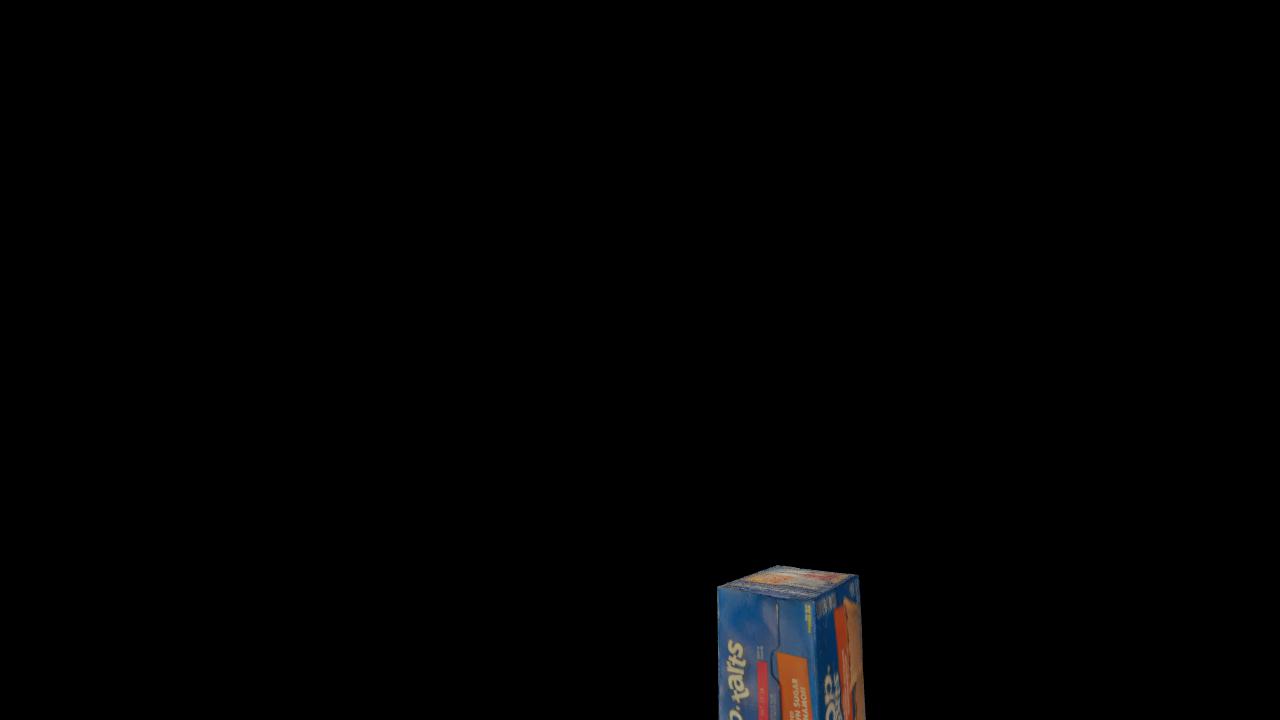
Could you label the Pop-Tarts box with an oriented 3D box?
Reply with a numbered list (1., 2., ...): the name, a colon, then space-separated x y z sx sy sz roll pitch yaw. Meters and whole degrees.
1. Pop-Tarts box: 0.130 0.268 0.510 0.083 0.167 0.141 -6 -12 32
